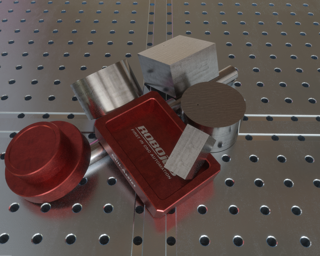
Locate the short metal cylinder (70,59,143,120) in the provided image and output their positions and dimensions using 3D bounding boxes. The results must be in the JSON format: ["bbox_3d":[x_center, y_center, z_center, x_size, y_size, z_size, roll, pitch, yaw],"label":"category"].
[{"bbox_3d":[-0.069,-0.051,0.407,0.080,0.050,0.080,-24,12,6],"label":"short metal cylinder"}]

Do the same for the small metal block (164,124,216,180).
[{"bbox_3d":[0.034,0.027,0.331,0.025,0.050,0.050,29,91,20],"label":"small metal block"}]

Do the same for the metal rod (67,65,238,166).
[{"bbox_3d":[-0.008,-0.014,0.421,0.302,0.025,0.025,-31,57,-23],"label":"metal rod"}]

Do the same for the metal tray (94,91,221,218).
[{"bbox_3d":[-0.005,0.026,0.364,0.091,0.030,0.130,-31,69,-23],"label":"metal tray"}]

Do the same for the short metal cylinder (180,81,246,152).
[{"bbox_3d":[0.066,-0.015,0.404,0.081,0.050,0.080,0,50,0],"label":"short metal cylinder"}]

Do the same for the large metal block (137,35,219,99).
[{"bbox_3d":[0.027,-0.093,0.455,0.081,0.050,0.080,-30,37,-23],"label":"large metal block"}]

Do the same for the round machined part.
[{"bbox_3d":[-0.133,0.031,0.352,0.098,0.042,0.098,-8,55,13],"label":"round machined part"}]
